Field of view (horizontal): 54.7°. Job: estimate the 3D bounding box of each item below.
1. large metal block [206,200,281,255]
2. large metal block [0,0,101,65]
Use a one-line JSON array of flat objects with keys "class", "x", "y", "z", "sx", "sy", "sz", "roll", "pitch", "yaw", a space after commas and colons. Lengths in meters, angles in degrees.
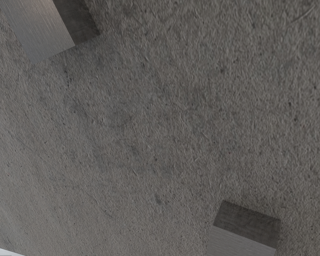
[{"class": "large metal block", "x": 0.113, "y": 0.158, "z": 0.429, "sx": 0.080, "sy": 0.050, "sz": 0.079, "roll": 16, "pitch": 125, "yaw": 19}, {"class": "large metal block", "x": -0.134, "y": -0.133, "z": 0.379, "sx": 0.080, "sy": 0.050, "sz": 0.080, "roll": -11, "pitch": 113, "yaw": 33}]
